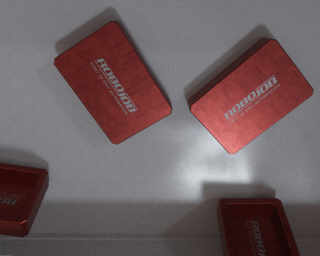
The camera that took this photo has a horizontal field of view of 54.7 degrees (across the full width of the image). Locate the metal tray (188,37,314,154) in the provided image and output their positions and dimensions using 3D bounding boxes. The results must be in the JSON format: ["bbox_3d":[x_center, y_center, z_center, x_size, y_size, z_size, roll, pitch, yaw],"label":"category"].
[{"bbox_3d":[0.113,-0.039,0.396,0.130,0.030,0.090,-40,106,13],"label":"metal tray"}]

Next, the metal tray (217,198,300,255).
[{"bbox_3d":[0.131,0.156,0.414,0.091,0.130,0.030,0,132,-1],"label":"metal tray"}]

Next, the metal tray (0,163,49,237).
[{"bbox_3d":[-0.224,0.086,0.401,0.131,0.090,0.030,9,127,-5],"label":"metal tray"}]

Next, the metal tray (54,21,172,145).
[{"bbox_3d":[-0.055,-0.054,0.388,0.090,0.030,0.130,-30,108,10],"label":"metal tray"}]
